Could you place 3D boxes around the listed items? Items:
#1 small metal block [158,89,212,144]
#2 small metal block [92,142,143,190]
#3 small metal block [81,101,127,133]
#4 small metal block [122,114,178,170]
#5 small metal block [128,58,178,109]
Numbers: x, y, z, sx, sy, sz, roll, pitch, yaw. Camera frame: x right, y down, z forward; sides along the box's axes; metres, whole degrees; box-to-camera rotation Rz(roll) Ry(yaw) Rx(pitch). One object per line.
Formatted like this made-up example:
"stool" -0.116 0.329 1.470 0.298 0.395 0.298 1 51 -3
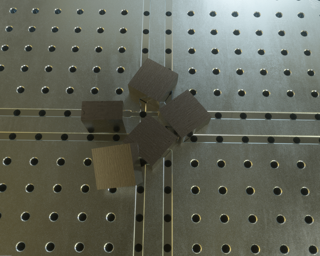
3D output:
"small metal block" 0.033 -0.015 0.418 0.050 0.025 0.050 -36 74 -12
"small metal block" -0.052 0.046 0.380 0.050 0.025 0.050 -9 87 15
"small metal block" -0.071 -0.013 0.403 0.050 0.050 0.025 -1 70 -1
"small metal block" -0.013 0.019 0.405 0.050 0.025 0.050 39 74 12
"small metal block" -0.009 -0.062 0.434 0.050 0.025 0.050 30 72 10
